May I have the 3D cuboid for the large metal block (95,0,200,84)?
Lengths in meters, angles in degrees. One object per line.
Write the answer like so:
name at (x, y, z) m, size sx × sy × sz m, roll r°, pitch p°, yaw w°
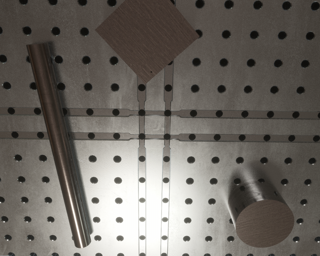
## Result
large metal block at (-0.013, -0.111, 0.359) m, size 0.080 × 0.050 × 0.080 m, roll -40°, pitch 106°, yaw 13°

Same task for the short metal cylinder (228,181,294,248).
short metal cylinder at (0.144, 0.124, 0.448) m, size 0.081 × 0.050 × 0.079 m, roll 0°, pitch 110°, yaw -1°

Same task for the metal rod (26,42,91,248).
metal rod at (-0.133, 0.037, 0.425) m, size 0.025 × 0.025 × 0.298 m, roll -6°, pitch 110°, yaw 1°
